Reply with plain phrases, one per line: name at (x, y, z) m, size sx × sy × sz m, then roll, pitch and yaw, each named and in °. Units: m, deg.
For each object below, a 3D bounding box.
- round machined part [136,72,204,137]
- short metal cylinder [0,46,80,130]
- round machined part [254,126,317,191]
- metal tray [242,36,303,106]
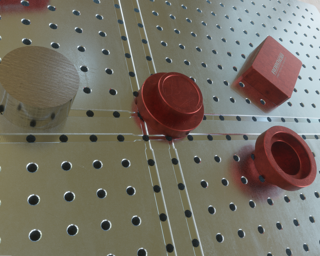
round machined part at (0.020, -0.039, 0.434) m, size 0.099 × 0.042 × 0.098 m, roll 14°, pitch 56°, yaw -21°
short metal cylinder at (-0.136, -0.044, 0.346) m, size 0.081 × 0.050 × 0.080 m, roll 14°, pitch 56°, yaw -21°
round machined part at (0.183, 0.049, 0.469) m, size 0.099 × 0.042 × 0.098 m, roll 14°, pitch 56°, yaw -21°
metal tray at (0.218, -0.113, 0.595) m, size 0.090 × 0.030 × 0.130 m, roll 39°, pitch 51°, yaw -3°
